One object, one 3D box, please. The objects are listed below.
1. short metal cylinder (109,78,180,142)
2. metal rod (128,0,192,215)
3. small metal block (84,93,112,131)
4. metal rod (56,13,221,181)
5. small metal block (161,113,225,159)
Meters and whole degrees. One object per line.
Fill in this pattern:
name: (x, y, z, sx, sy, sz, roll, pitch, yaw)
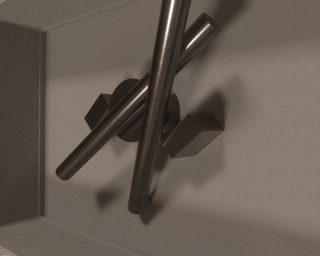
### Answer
short metal cylinder: (-0.021, -0.022, 0.406, 0.080, 0.050, 0.079, 0, 90, 39)
metal rod: (-0.007, -0.009, 0.342, 0.025, 0.025, 0.298, 39, 133, 33)
small metal block: (-0.072, -0.022, 0.448, 0.050, 0.050, 0.025, -49, 61, 28)
metal rod: (-0.046, -0.018, 0.377, 0.299, 0.025, 0.025, -41, 65, 31)
small metal block: (0.038, 0.009, 0.358, 0.050, 0.050, 0.025, -46, 63, 30)
